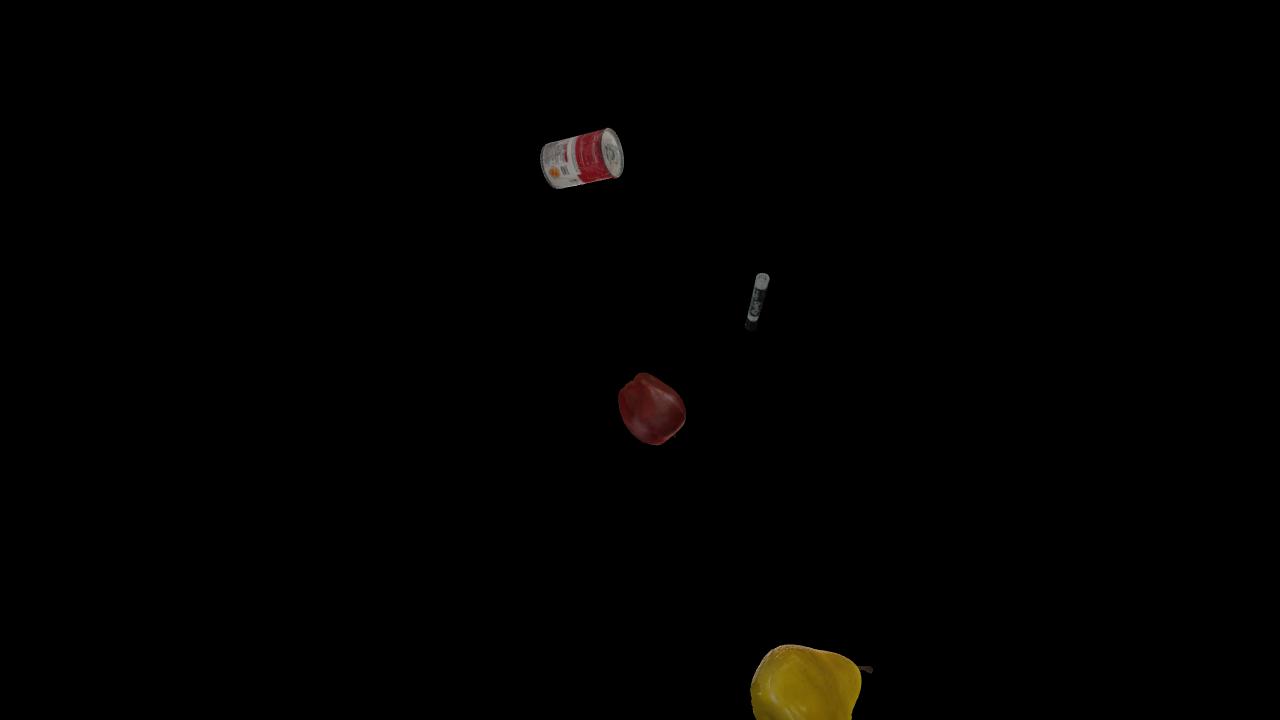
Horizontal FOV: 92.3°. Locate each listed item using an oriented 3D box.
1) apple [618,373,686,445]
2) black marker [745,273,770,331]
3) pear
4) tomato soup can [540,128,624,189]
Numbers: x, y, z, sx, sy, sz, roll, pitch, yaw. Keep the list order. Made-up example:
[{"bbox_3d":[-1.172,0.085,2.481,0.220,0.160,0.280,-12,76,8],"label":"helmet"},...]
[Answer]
[{"bbox_3d":[0.015,0.064,0.781,0.079,0.093,0.079,-43,2,2],"label":"apple"},{"bbox_3d":[0.170,-0.081,0.898,0.020,0.020,0.121,0,-33,0],"label":"black marker"},{"bbox_3d":[0.145,0.262,0.498,0.111,0.080,0.080,-20,11,-33],"label":"pear"},{"bbox_3d":[-0.082,-0.285,0.875,0.101,0.068,0.068,-4,-2,25],"label":"tomato soup can"}]
